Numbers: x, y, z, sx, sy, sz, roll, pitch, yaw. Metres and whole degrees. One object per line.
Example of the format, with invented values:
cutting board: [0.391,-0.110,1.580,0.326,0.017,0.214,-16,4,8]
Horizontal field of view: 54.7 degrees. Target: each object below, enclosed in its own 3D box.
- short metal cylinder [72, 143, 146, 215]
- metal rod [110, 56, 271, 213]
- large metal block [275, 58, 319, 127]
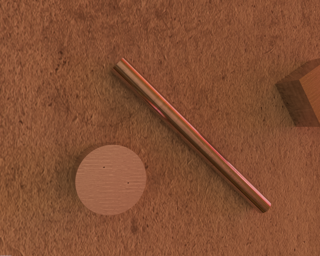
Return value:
short metal cylinder: [-0.063,0.059,0.373,0.081,0.050,0.080,0,90,-20]
metal rod: [0.051,0.019,0.428,0.300,0.025,0.025,43,76,-15]
large metal block: [0.242,-0.057,0.486,0.080,0.050,0.080,-33,101,-17]
